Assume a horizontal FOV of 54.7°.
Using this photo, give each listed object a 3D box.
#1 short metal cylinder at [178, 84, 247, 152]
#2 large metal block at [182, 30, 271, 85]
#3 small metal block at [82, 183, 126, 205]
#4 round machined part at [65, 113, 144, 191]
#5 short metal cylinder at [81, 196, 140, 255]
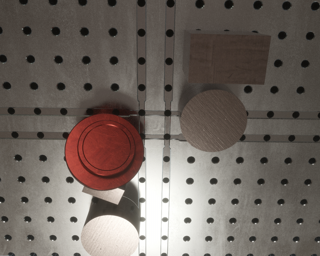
[{"bbox_3d":[0.064,-0.016,0.395,0.081,0.050,0.079,0,110,-1],"label":"short metal cylinder"},{"bbox_3d":[0.070,-0.084,0.354,0.081,0.080,0.050,1,110,-1],"label":"large metal block"},{"bbox_3d":[-0.073,0.072,0.425,0.050,0.050,0.025,22,113,-9],"label":"small metal block"},{"bbox_3d":[-0.068,0.028,0.387,0.099,0.042,0.098,4,74,-14],"label":"round machined part"},{"bbox_3d":[-0.070,0.146,0.453,0.081,0.050,0.079,0,110,-1],"label":"short metal cylinder"}]
